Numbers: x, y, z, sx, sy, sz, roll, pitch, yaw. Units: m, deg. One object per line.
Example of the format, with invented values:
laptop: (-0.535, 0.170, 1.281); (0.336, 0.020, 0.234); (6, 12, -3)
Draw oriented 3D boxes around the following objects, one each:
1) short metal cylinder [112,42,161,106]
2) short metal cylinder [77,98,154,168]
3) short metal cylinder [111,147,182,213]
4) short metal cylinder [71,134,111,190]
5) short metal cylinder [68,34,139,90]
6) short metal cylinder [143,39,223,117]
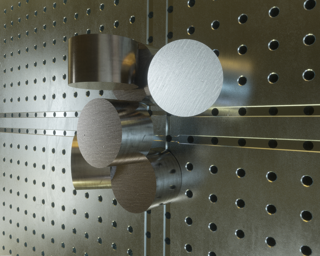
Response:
short metal cylinder: (-0.021, -0.069, 0.410); (0.080, 0.050, 0.079); (1, 91, 40)
short metal cylinder: (-0.055, 0.006, 0.372); (0.080, 0.050, 0.079); (0, 90, 40)
short metal cylinder: (-0.019, 0.067, 0.408); (0.080, 0.050, 0.079); (1, 91, 39)
short metal cylinder: (-0.093, 0.047, 0.444); (0.050, 0.080, 0.080); (-2, 89, -4)
short metal cylinder: (-0.065, -0.073, 0.360); (0.080, 0.081, 0.050); (1, 91, 40)
short metal cylinder: (0.023, -0.055, 0.345); (0.050, 0.081, 0.079); (-138, 56, -78)
